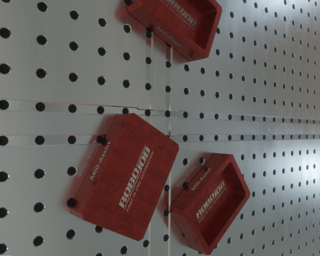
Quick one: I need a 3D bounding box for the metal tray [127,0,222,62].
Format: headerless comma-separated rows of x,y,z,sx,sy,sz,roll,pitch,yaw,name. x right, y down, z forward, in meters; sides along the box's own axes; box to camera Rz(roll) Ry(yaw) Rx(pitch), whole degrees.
0.026,-0.163,0.425,0.131,0.030,0.090,28,72,-36,metal tray

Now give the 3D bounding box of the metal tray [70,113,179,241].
-0.037,0.058,0.374,0.090,0.030,0.130,36,68,-34,metal tray

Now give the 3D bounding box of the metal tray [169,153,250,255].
0.081,0.111,0.472,0.131,0.030,0.090,-43,116,-31,metal tray
